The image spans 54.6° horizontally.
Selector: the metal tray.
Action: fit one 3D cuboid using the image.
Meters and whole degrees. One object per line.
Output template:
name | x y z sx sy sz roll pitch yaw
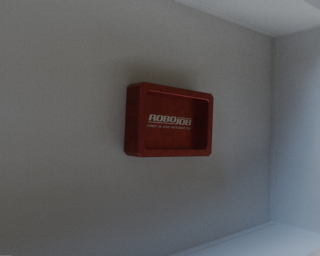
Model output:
metal tray | 0.016 -0.007 0.415 0.131 0.030 0.090 4 88 -40
